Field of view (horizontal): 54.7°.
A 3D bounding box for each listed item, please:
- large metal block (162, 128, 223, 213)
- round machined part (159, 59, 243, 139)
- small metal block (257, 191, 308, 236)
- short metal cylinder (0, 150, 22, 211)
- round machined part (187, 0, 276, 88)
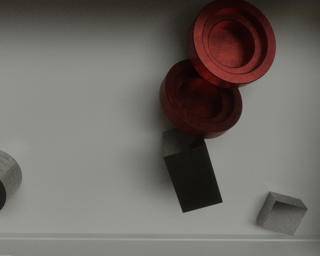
[{"bbox_3d":[0.040,0.048,0.400,0.050,0.080,0.080,-17,110,6],"label":"large metal block"},{"bbox_3d":[0.045,-0.031,0.373,0.098,0.098,0.042,24,148,-9],"label":"round machined part"},{"bbox_3d":[0.181,0.128,0.461,0.050,0.025,0.050,16,109,-6],"label":"small metal block"},{"bbox_3d":[-0.239,0.074,0.422,0.081,0.050,0.079,0,110,-1],"label":"short metal cylinder"},{"bbox_3d":[0.077,-0.093,0.355,0.099,0.042,0.097,2,83,-13],"label":"round machined part"}]
